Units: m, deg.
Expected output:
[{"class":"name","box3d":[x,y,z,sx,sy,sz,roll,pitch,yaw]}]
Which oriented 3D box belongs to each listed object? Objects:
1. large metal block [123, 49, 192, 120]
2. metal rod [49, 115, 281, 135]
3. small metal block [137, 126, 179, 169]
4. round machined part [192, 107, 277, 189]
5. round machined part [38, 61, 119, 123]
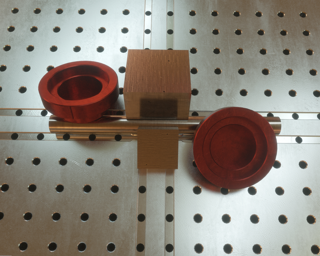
[{"class":"large metal block","box3d":[-0.003,-0.058,0.407,0.081,0.050,0.080,1,52,0]},{"class":"metal rod","box3d":[0.007,-0.004,0.414,0.302,0.025,0.025,1,70,0]},{"class":"small metal block","box3d":[-0.003,0.024,0.392,0.050,0.025,0.050,1,99,0]},{"class":"round machined part","box3d":[0.088,0.022,0.382,0.099,0.042,0.097,0,95,0]},{"class":"round machined part","box3d":[-0.102,-0.044,0.404,0.099,0.042,0.098,0,44,0]}]
